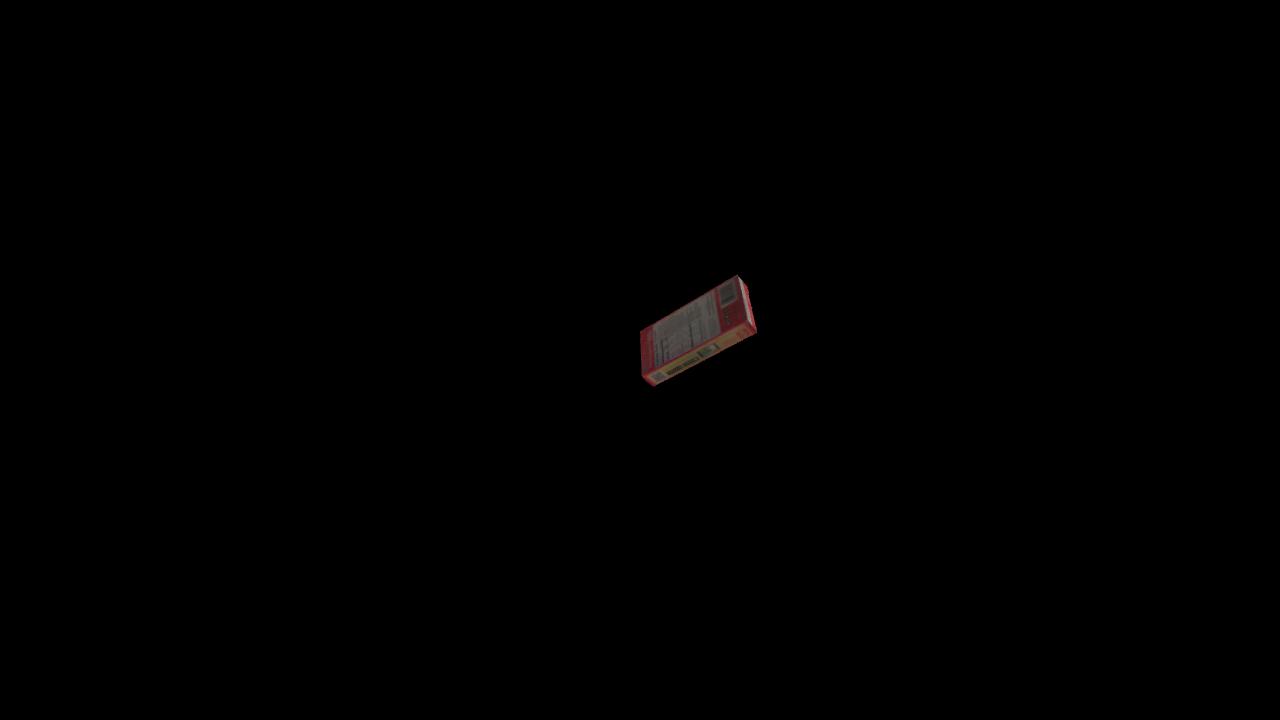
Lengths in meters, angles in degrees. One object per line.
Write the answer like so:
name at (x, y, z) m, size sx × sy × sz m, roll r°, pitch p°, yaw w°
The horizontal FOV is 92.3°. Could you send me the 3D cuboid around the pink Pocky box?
pink Pocky box at (0.068, -0.035, 0.765) m, size 0.155 × 0.084 × 0.029 m, roll -29°, pitch -49°, yaw 26°
